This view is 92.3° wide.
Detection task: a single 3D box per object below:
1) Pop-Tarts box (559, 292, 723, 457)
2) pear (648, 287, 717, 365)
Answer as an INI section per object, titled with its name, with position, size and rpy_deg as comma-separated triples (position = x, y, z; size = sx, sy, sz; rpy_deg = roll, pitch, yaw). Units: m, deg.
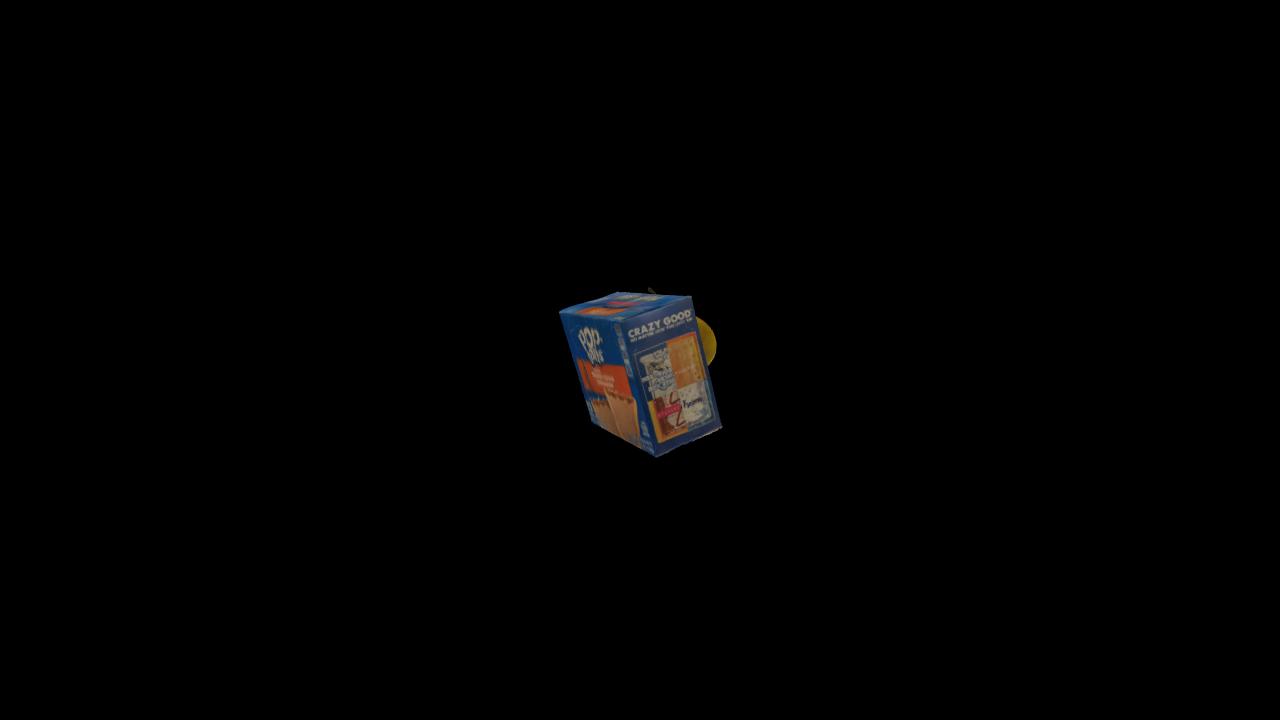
[Pop-Tarts box]
position = -0.005, 0.007, 0.655
size = 0.083, 0.141, 0.167
rpy_deg = -21, 16, -24
[pear]
position = 0.044, -0.036, 0.714
size = 0.080, 0.111, 0.080
rpy_deg = -19, 31, 12
